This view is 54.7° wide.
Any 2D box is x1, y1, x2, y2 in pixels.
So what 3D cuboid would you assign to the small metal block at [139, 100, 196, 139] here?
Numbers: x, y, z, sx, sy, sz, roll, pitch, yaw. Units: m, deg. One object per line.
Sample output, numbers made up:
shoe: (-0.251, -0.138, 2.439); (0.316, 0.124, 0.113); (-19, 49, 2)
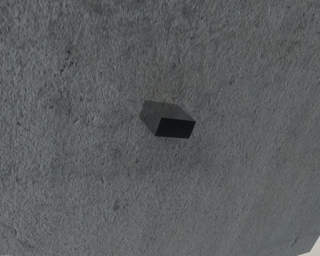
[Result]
small metal block: (0.009, -0.011, 0.391); (0.050, 0.050, 0.025); (5, 116, -31)
